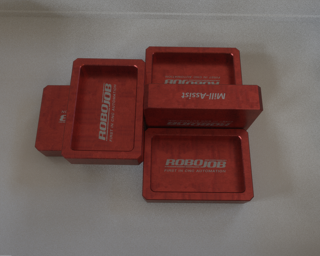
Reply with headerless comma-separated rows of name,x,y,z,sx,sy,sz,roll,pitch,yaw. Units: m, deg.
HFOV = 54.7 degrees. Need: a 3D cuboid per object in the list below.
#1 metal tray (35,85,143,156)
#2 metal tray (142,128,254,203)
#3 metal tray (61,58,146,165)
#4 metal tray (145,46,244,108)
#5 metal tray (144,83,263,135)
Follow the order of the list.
metal tray,-0.088,-0.009,0.406,0.131,0.030,0.090,0,70,-1
metal tray,0.045,0.047,0.388,0.131,0.030,0.090,1,70,0
metal tray,-0.064,-0.022,0.380,0.091,0.030,0.130,1,70,0
metal tray,0.045,-0.066,0.430,0.131,0.030,0.090,1,70,0
metal tray,0.048,-0.020,0.380,0.131,0.090,0.030,1,70,0
